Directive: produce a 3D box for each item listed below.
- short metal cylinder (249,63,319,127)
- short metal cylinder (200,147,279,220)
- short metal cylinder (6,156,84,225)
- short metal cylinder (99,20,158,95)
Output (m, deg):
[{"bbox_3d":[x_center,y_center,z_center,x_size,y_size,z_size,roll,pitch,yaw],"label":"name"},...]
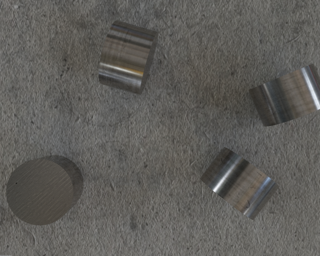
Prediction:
[{"bbox_3d":[0.158,-0.040,0.383,0.080,0.080,0.050,-22,90,0],"label":"short metal cylinder"},{"bbox_3d":[0.097,0.067,0.383,0.080,0.080,0.050,37,90,0],"label":"short metal cylinder"},{"bbox_3d":[-0.144,0.077,0.396,0.081,0.050,0.080,0,90,0],"label":"short metal cylinder"},{"bbox_3d":[-0.038,-0.086,0.382,0.050,0.080,0.080,16,90,0],"label":"short metal cylinder"}]
